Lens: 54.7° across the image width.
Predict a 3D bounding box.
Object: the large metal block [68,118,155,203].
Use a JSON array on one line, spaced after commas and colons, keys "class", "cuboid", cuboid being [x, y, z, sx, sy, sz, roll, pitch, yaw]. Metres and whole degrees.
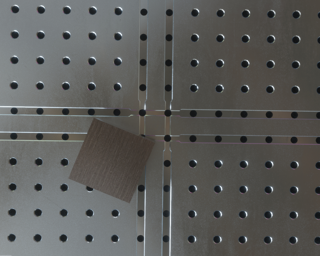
[{"class": "large metal block", "cuboid": [-0.059, 0.039, 0.400, 0.080, 0.050, 0.080, 23, 90, -1]}]
